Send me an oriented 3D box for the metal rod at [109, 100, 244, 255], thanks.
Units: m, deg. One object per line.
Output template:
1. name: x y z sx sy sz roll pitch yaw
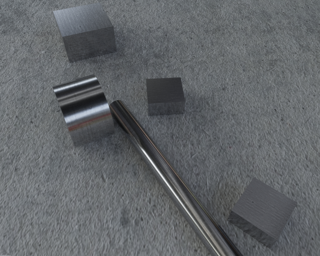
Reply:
1. metal rod: 0.020 0.069 0.345 0.025 0.025 0.300 -26 55 -20

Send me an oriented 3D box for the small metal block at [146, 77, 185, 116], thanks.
1. small metal block: 0.007 -0.045 0.441 0.050 0.025 0.050 -3 50 -3

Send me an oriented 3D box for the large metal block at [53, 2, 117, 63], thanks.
1. large metal block: -0.126 -0.162 0.522 0.081 0.050 0.080 -17 52 -14

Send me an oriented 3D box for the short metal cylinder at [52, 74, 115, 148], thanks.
1. short metal cylinder: -0.095 -0.021 0.384 0.050 0.080 0.080 -20 53 -16

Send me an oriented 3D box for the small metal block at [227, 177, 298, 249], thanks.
1. small metal block: 0.108 0.089 0.330 0.050 0.025 0.050 31 56 23
